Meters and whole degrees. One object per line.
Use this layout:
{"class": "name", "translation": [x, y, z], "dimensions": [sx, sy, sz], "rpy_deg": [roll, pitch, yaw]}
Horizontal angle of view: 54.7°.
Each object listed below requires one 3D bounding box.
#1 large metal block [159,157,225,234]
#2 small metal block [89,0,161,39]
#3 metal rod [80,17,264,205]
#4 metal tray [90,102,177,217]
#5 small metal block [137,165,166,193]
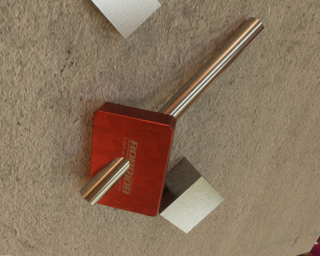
{"class": "large metal block", "translation": [0.040, 0.105, 0.479], "dimensions": [0.080, 0.050, 0.080], "rpy_deg": [-43, 130, 1]}
{"class": "small metal block", "translation": [-0.036, -0.127, 0.309], "dimensions": [0.050, 0.025, 0.050], "rpy_deg": [-44, 130, 2]}
{"class": "metal rod", "translation": [0.019, -0.025, 0.380], "dimensions": [0.300, 0.025, 0.025], "rpy_deg": [-46, 130, -6]}
{"class": "metal tray", "translation": [-0.036, 0.040, 0.377], "dimensions": [0.090, 0.030, 0.129], "rpy_deg": [12, 116, 5]}
{"class": "small metal block", "translation": [-0.029, 0.083, 0.444], "dimensions": [0.050, 0.025, 0.050], "rpy_deg": [-43, 130, 1]}
